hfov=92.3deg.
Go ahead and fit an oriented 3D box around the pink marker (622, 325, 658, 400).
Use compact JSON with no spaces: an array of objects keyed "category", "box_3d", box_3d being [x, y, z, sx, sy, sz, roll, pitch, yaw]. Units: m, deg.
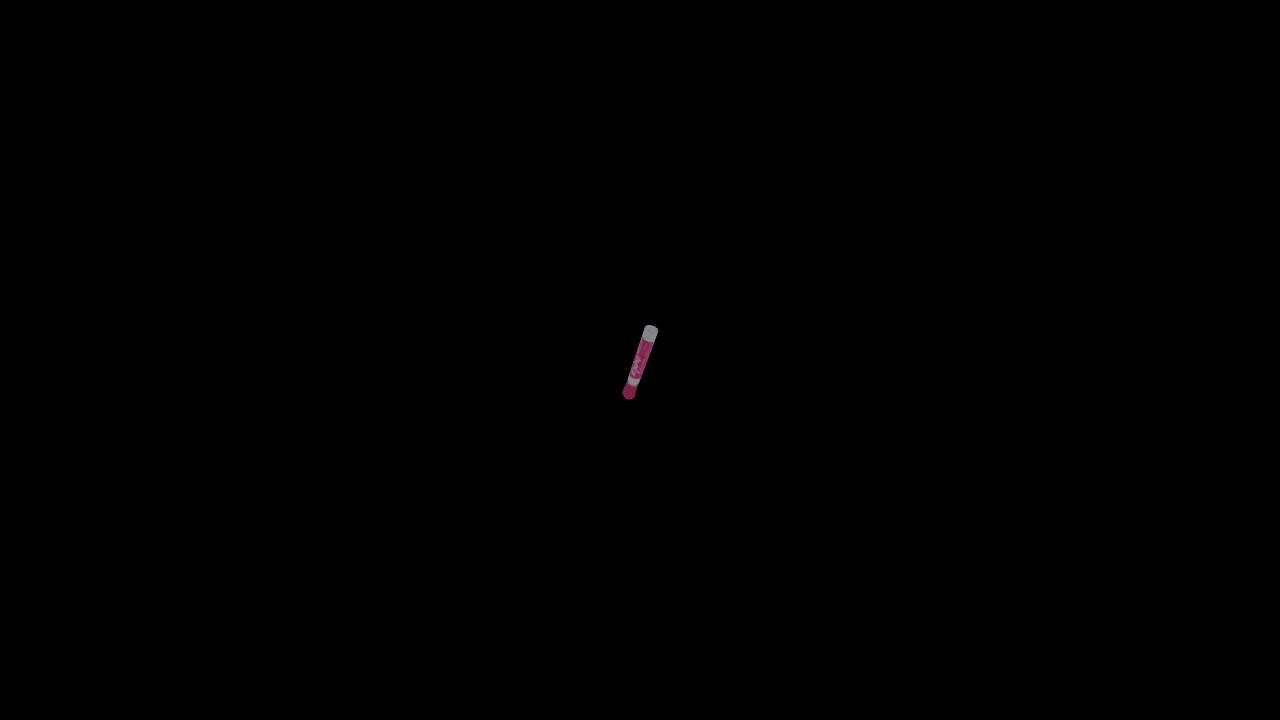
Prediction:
[{"category":"pink marker","box_3d":[-0.001,0.006,0.834,0.020,0.121,0.020,13,35,-9]}]
